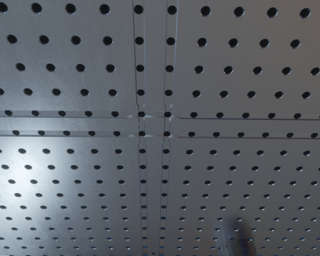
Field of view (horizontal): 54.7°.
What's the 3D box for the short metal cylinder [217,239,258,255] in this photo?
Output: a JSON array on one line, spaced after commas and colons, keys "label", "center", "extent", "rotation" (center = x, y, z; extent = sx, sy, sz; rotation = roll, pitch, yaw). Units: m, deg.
[{"label": "short metal cylinder", "center": [0.159, 0.268, 0.626], "extent": [0.081, 0.050, 0.079], "rotation": [0, 130, 0]}]
